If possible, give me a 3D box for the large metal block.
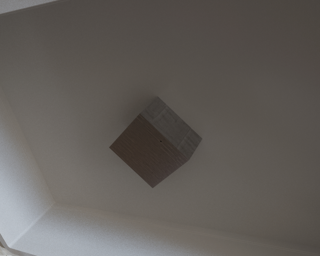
[{"bbox_3d":[-0.006,0.020,0.409,0.080,0.050,0.080,44,129,-2],"label":"large metal block"}]
